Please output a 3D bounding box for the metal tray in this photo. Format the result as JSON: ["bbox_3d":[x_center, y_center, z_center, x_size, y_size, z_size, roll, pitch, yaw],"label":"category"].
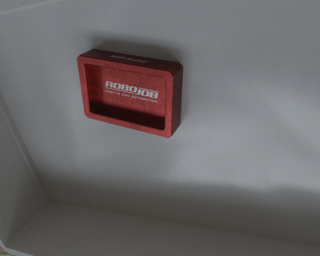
[{"bbox_3d":[-0.039,-0.045,0.396,0.130,0.030,0.089,14,124,20],"label":"metal tray"}]
